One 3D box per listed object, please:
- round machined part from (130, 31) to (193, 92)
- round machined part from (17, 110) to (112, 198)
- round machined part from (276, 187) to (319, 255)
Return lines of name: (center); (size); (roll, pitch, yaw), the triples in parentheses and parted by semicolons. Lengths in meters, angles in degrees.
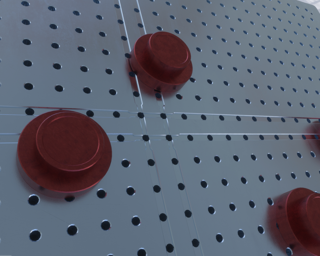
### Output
round machined part: (0.007, -0.106, 0.468); (0.099, 0.042, 0.098); (14, 56, -21)
round machined part: (-0.099, 0.022, 0.332); (0.099, 0.042, 0.098); (14, 56, -21)
round machined part: (0.217, 0.131, 0.437); (0.099, 0.042, 0.098); (14, 56, -21)
